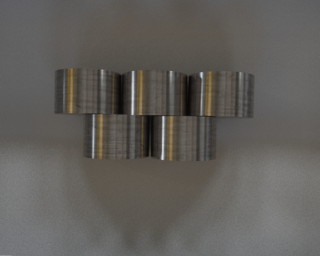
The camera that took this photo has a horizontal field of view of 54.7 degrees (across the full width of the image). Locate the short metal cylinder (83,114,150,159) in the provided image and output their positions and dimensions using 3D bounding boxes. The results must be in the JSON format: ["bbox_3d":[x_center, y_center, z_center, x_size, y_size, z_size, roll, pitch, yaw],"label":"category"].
[{"bbox_3d":[-0.053,0.009,0.382,0.081,0.080,0.050,1,90,0],"label":"short metal cylinder"}]

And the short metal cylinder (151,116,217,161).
[{"bbox_3d":[0.029,0.011,0.382,0.081,0.080,0.050,1,90,0],"label":"short metal cylinder"}]

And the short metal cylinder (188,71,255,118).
[{"bbox_3d":[0.074,-0.038,0.383,0.081,0.080,0.050,2,90,0],"label":"short metal cylinder"}]

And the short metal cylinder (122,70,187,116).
[{"bbox_3d":[-0.007,-0.039,0.382,0.081,0.080,0.050,1,90,0],"label":"short metal cylinder"}]

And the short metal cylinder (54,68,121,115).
[{"bbox_3d":[-0.088,-0.041,0.381,0.081,0.080,0.050,1,90,0],"label":"short metal cylinder"}]
